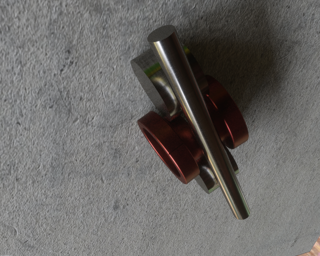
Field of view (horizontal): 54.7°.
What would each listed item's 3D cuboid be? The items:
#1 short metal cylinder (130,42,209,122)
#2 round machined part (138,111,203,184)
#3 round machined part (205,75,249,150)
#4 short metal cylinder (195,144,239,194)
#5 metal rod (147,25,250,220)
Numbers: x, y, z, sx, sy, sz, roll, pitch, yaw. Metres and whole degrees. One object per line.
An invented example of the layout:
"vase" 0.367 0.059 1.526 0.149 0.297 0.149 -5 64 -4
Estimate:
"short metal cylinder" 0.010 -0.054 0.346 0.050 0.080 0.080 -34 129 -6
"round machined part" 0.018 0.018 0.382 0.042 0.098 0.098 -37 130 -9
"round machined part" 0.064 -0.014 0.390 0.042 0.098 0.098 -31 129 -3
"short metal cylinder" 0.066 0.046 0.439 0.050 0.080 0.080 -34 129 -6
"metal rod" 0.059 0.021 0.352 0.025 0.025 0.299 -35 129 -6
